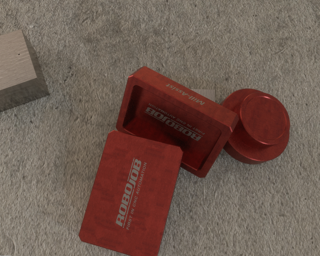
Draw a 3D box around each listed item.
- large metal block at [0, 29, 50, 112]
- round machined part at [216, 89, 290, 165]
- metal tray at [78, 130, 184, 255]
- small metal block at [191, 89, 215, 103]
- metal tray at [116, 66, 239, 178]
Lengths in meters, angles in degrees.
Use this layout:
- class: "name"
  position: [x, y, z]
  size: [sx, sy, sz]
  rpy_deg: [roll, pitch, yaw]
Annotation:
- class: "large metal block"
  position: [-0.208, -0.075, 0.420]
  size: [0.080, 0.050, 0.080]
  rpy_deg: [-21, 72, -8]
- class: "round machined part"
  position: [0.122, -0.006, 0.390]
  size: [0.099, 0.042, 0.098]
  rpy_deg: [6, 70, -15]
- class: "metal tray"
  position: [-0.031, 0.076, 0.363]
  size: [0.090, 0.030, 0.129]
  rpy_deg: [14, 81, 7]
- class: "small metal block"
  position: [0.047, -0.025, 0.418]
  size: [0.050, 0.025, 0.050]
  rpy_deg: [2, 70, 0]
- class: "metal tray"
  position: [0.016, -0.006, 0.374]
  size: [0.130, 0.089, 0.030]
  rpy_deg: [29, 41, 9]
